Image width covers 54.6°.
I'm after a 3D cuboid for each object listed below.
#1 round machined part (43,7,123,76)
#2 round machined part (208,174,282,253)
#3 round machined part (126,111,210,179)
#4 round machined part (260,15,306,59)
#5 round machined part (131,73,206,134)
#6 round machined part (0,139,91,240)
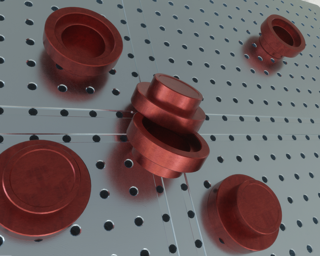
[{"bbox_3d":[-0.102,-0.108,0.408,0.099,0.042,0.098,13,56,-21],"label":"round machined part"},{"bbox_3d":[0.114,0.104,0.394,0.099,0.042,0.098,13,56,-21],"label":"round machined part"},{"bbox_3d":[0.006,0.023,0.368,0.098,0.042,0.098,23,22,-9],"label":"round machined part"},{"bbox_3d":[0.247,-0.183,0.641,0.099,0.042,0.098,13,56,-21],"label":"round machined part"},{"bbox_3d":[0.016,-0.037,0.399,0.098,0.042,0.098,23,22,-9],"label":"round machined part"},{"bbox_3d":[-0.116,0.055,0.301,0.099,0.042,0.098,13,56,-21],"label":"round machined part"}]
